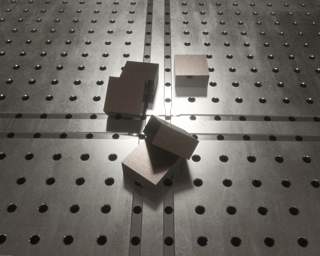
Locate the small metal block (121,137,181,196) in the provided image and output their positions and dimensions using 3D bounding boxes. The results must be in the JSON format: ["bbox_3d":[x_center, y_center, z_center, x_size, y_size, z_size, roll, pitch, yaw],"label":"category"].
[{"bbox_3d":[-0.010,0.043,0.371,0.050,0.025,0.050,30,56,22],"label":"small metal block"}]

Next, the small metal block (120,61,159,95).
[{"bbox_3d":[-0.030,-0.076,0.466,0.050,0.025,0.050,6,40,5],"label":"small metal block"}]

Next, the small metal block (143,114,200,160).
[{"bbox_3d":[0.012,0.010,0.370,0.050,0.025,0.050,25,7,-20],"label":"small metal block"}]

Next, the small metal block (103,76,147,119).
[{"bbox_3d":[-0.047,-0.042,0.429,0.050,0.025,0.050,6,77,5],"label":"small metal block"}]

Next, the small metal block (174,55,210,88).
[{"bbox_3d":[0.048,-0.089,0.483,0.050,0.025,0.050,0,50,-1],"label":"small metal block"}]
